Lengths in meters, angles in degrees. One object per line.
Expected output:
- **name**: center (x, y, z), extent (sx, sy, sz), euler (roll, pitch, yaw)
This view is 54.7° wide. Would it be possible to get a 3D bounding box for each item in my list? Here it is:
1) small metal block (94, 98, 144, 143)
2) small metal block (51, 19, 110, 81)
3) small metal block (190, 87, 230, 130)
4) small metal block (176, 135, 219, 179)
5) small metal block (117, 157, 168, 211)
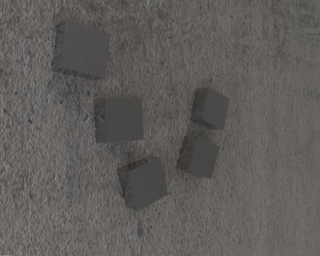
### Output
- **small metal block**: center (-0.048, -0.009, 0.364), extent (0.050, 0.025, 0.050), euler (-4, 93, -40)
- **small metal block**: center (-0.085, -0.082, 0.333), extent (0.050, 0.025, 0.050), euler (8, 85, -40)
- **small metal block**: center (0.076, -0.028, 0.468), extent (0.050, 0.025, 0.050), euler (21, 77, -38)
- **small metal block**: center (0.056, 0.042, 0.451), extent (0.050, 0.025, 0.050), euler (27, 73, -37)
- **small metal block**: center (-0.021, 0.068, 0.387), extent (0.050, 0.025, 0.050), euler (-20, 103, -38)
